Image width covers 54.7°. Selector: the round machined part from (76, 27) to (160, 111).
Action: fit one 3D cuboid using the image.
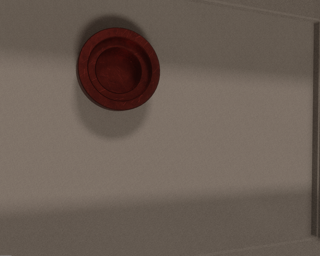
[{"bbox_3d":[-0.053,-0.069,0.383,0.099,0.042,0.097,0,90,-21],"label":"round machined part"}]
